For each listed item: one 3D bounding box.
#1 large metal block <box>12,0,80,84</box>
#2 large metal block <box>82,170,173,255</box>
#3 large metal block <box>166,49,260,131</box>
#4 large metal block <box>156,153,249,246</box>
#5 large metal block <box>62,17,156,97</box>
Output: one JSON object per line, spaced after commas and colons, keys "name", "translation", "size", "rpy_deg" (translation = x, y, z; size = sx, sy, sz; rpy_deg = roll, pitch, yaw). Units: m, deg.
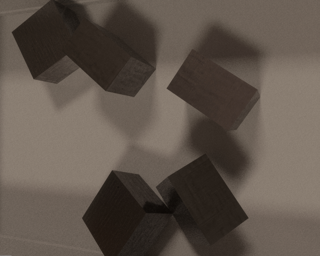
{"name": "large metal block", "translation": [-0.153, -0.122, 0.449], "size": [0.080, 0.050, 0.080], "rpy_deg": [-30, 80, 17]}
{"name": "large metal block", "translation": [-0.044, 0.113, 0.396], "size": [0.080, 0.050, 0.080], "rpy_deg": [42, 104, 39]}
{"name": "large metal block", "translation": [0.065, -0.040, 0.358], "size": [0.080, 0.080, 0.050], "rpy_deg": [37, 102, 16]}
{"name": "large metal block", "translation": [0.043, 0.084, 0.358], "size": [0.050, 0.080, 0.080], "rpy_deg": [-29, 79, -18]}
{"name": "large metal block", "translation": [-0.063, -0.088, 0.402], "size": [0.080, 0.080, 0.050], "rpy_deg": [42, 103, 15]}
